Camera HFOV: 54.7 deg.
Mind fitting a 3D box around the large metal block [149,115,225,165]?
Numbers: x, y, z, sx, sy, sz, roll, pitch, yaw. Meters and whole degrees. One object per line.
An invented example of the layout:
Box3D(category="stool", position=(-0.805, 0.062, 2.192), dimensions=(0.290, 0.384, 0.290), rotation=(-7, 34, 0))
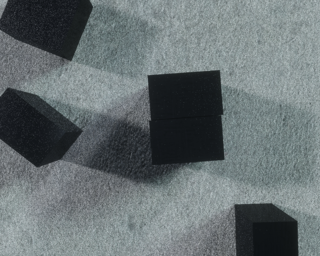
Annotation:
Box3D(category="large metal block", position=(0.030, 0.013, 0.383), dimensions=(0.081, 0.080, 0.050), rotation=(-4, 90, -1))

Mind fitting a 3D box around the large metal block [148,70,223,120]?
Box3D(category="large metal block", position=(0.028, -0.037, 0.383), dimensions=(0.081, 0.080, 0.050), rotation=(-4, 90, -1))

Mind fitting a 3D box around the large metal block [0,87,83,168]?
Box3D(category="large metal block", position=(-0.151, -0.001, 0.381), dimensions=(0.080, 0.080, 0.050), rotation=(38, 90, -1))

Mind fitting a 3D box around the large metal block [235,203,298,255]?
Box3D(category="large metal block", position=(0.129, 0.144, 0.384), dimensions=(0.050, 0.080, 0.079), rotation=(-2, 90, 0))

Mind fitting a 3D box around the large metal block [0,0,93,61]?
Box3D(category="large metal block", position=(-0.143, -0.142, 0.396), dimensions=(0.080, 0.050, 0.080), rotation=(22, 90, -1))
